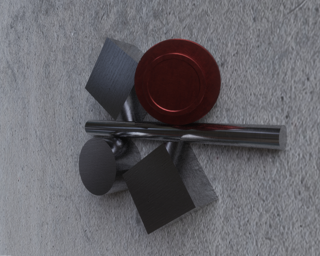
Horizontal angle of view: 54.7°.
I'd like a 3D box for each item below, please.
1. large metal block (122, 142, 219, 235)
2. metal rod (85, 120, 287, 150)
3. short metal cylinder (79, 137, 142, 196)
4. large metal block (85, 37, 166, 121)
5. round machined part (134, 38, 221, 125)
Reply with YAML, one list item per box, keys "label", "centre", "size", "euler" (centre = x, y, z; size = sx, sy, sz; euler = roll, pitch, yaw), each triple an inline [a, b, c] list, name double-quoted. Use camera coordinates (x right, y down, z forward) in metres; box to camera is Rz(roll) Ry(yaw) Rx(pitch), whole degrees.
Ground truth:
- label: "large metal block"
  centre: [0.011, 0.071, 0.379]
  size: [0.080, 0.050, 0.080]
  euler: [-40, 66, 32]
- label: "metal rod"
  centre: [0.006, 0.004, 0.401]
  size: [0.300, 0.025, 0.025]
  euler: [3, 92, 39]
- label: "short metal cylinder"
  centre: [-0.072, 0.053, 0.447]
  size: [0.080, 0.050, 0.079]
  euler: [0, 90, 39]
- label: "large metal block"
  centre: [-0.048, -0.065, 0.424]
  size: [0.080, 0.050, 0.080]
  euler: [44, 116, 31]
- label: "round machined part"
  centre: [0.018, -0.050, 0.348]
  size: [0.098, 0.042, 0.097]
  euler: [3, 105, 11]
